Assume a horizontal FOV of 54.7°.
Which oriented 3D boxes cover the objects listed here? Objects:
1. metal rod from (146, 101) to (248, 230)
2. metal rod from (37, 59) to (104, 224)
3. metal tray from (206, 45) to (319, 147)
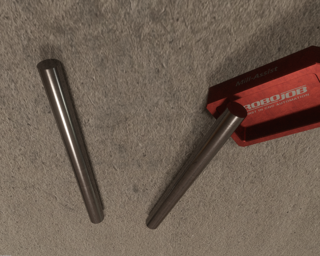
[{"bbox_3d":[0.036,0.074,0.448,0.025,0.025,0.298,15,136,-13],"label":"metal rod"},{"bbox_3d":[-0.117,0.042,0.441,0.025,0.025,0.298,-3,130,1],"label":"metal rod"},{"bbox_3d":[0.132,-0.029,0.359,0.130,0.030,0.090,-20,130,35],"label":"metal tray"}]
